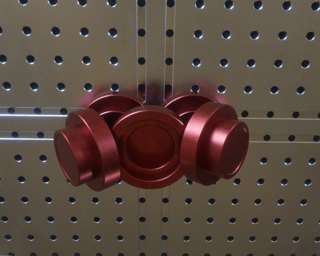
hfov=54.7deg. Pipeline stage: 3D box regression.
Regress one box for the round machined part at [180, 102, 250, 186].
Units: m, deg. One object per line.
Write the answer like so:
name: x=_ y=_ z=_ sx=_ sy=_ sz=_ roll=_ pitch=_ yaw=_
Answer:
round machined part: x=0.069 y=0.021 z=0.359 sx=0.042 sy=0.099 sz=0.097 roll=17 pitch=116 yaw=37

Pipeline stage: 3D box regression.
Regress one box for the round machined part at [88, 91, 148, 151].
round machined part: x=-0.056 y=0.004 z=0.405 sx=0.099 sy=0.042 sz=0.097 roll=0 pitch=110 yaw=-1

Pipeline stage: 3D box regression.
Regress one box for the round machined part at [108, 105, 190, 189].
round machined part: x=-0.011 y=0.019 z=0.365 sx=0.099 sy=0.042 sz=0.097 roll=0 pitch=110 yaw=-1

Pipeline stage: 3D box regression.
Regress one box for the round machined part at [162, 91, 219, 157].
round machined part: x=0.043 y=0.004 z=0.406 sx=0.099 sy=0.042 sz=0.097 roll=0 pitch=110 yaw=-1

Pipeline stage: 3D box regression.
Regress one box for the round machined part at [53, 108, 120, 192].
round machined part: x=-0.090 y=0.029 z=0.359 sx=0.042 sy=0.098 sz=0.097 roll=-20 pitch=115 yaw=-33
